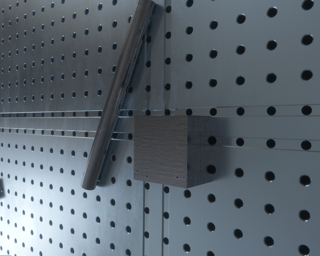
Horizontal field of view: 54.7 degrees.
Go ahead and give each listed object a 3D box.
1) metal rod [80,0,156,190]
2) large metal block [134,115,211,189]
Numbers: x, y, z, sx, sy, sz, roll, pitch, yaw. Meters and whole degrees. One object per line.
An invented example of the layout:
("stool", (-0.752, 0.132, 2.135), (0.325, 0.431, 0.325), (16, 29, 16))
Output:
("metal rod", (-0.067, -0.040, 0.462), (0.025, 0.025, 0.298), (32, 109, 35))
("large metal block", (0.015, 0.025, 0.379), (0.080, 0.050, 0.079), (1, 91, 39))
